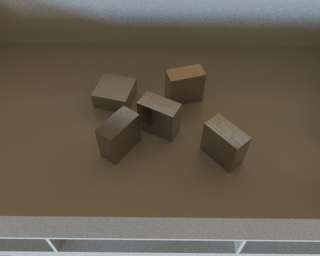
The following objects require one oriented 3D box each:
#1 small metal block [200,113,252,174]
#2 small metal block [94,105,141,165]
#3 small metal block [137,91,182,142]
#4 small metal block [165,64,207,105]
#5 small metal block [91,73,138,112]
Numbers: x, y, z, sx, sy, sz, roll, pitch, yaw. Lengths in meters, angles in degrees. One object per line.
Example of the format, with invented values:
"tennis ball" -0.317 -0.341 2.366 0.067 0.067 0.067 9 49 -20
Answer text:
"small metal block" 0.077 0.019 0.374 0.025 0.050 0.050 -33 58 -25
"small metal block" -0.050 0.009 0.381 0.025 0.050 0.050 30 56 22
"small metal block" -0.001 -0.014 0.401 0.050 0.050 0.025 22 54 17
"small metal block" 0.035 -0.060 0.440 0.050 0.050 0.025 -13 52 -11
"small metal block" -0.065 -0.051 0.447 0.050 0.025 0.050 12 51 9
